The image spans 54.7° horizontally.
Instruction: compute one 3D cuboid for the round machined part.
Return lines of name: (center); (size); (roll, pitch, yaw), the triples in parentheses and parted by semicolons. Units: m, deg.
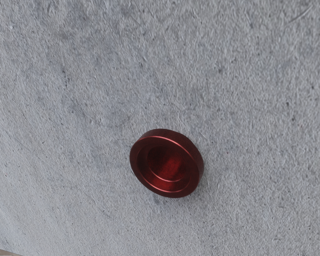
round machined part: (0.012, 0.043, 0.416); (0.098, 0.042, 0.097); (13, 124, 20)
